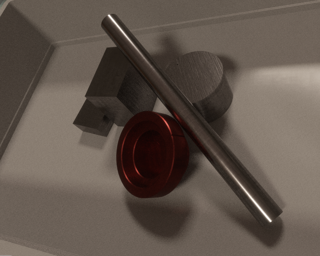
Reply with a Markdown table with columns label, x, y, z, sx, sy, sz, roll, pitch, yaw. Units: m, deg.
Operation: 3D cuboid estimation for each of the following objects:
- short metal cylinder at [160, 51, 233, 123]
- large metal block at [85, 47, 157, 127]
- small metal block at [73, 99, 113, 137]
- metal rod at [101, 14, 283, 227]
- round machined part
| label | x | y | z | sx | sy | sz | roll | pitch | yaw |
| --- | --- | --- | --- | --- | --- | --- | --- | --- | --- |
| short metal cylinder | 0.047 | -0.051 | 0.395 | 0.080 | 0.050 | 0.080 | -13 | 56 | 20 |
| large metal block | -0.046 | -0.055 | 0.426 | 0.050 | 0.080 | 0.080 | 4 | 64 | 30 |
| small metal block | -0.094 | -0.018 | 0.464 | 0.050 | 0.025 | 0.050 | 11 | 67 | 32 |
| metal rod | 0.022 | -0.024 | 0.347 | 0.025 | 0.025 | 0.300 | -38 | 70 | 2 |
| round machined part | -0.005 | 0.031 | 0.360 | 0.098 | 0.042 | 0.097 | -9 | 77 | 45 |
